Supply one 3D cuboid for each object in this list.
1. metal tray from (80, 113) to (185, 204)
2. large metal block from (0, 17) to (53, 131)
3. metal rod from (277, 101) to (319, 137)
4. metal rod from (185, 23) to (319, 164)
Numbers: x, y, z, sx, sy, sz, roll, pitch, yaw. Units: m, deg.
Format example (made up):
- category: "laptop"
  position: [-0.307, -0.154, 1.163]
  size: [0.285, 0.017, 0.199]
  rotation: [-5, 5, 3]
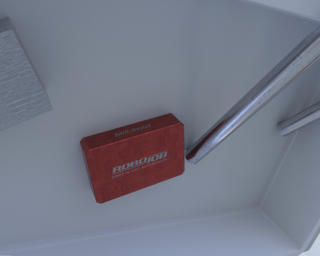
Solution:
- category: "metal tray"
  position: [-0.032, 0.040, 0.414]
  size: [0.131, 0.030, 0.089]
  rotation: [-17, 125, -19]
- category: "large metal block"
  position: [-0.156, -0.044, 0.281]
  size: [0.081, 0.050, 0.080]
  rotation: [-25, 128, -13]
- category: "metal rod"
  position: [0.293, -0.063, 0.428]
  size: [0.025, 0.025, 0.299]
  rotation: [11, 147, -34]
- category: "metal rod"
  position: [0.116, -0.038, 0.362]
  size: [0.025, 0.025, 0.298]
  rotation: [4, 145, -31]
